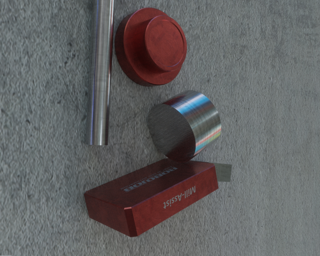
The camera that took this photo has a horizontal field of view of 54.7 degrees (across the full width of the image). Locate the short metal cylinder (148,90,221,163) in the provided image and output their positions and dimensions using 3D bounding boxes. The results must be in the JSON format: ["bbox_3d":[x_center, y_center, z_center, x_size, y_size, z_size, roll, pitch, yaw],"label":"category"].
[{"bbox_3d":[0.030,-0.003,0.396,0.050,0.080,0.080,-30,109,-36],"label":"short metal cylinder"}]

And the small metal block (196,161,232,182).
[{"bbox_3d":[0.067,0.061,0.447,0.050,0.050,0.025,10,84,-40],"label":"small metal block"}]

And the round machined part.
[{"bbox_3d":[-0.004,-0.103,0.392,0.099,0.042,0.097,0,90,-40],"label":"round machined part"}]

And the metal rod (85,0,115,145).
[{"bbox_3d":[-0.065,-0.130,0.351,0.025,0.025,0.298,4,88,-40],"label":"metal rod"}]

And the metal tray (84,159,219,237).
[{"bbox_3d":[-0.008,0.072,0.357,0.131,0.090,0.030,-18,102,-39],"label":"metal tray"}]
